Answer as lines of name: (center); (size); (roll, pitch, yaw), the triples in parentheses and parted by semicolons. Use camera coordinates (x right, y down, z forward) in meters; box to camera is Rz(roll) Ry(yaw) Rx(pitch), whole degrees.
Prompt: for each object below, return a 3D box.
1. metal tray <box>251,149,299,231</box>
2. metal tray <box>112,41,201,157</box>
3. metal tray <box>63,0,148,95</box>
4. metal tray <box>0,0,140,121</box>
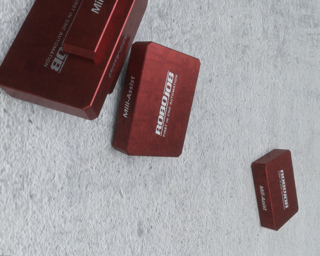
metal tray: (0.219, 0.114, 0.585); (0.091, 0.030, 0.129); (-20, 103, -38)
metal tray: (-0.002, -0.031, 0.381); (0.091, 0.030, 0.129); (7, 96, -42)
metal tray: (-0.050, -0.111, 0.323); (0.030, 0.090, 0.130); (17, 75, 6)
metal tray: (-0.082, -0.081, 0.294); (0.090, 0.030, 0.130); (17, 73, 6)
